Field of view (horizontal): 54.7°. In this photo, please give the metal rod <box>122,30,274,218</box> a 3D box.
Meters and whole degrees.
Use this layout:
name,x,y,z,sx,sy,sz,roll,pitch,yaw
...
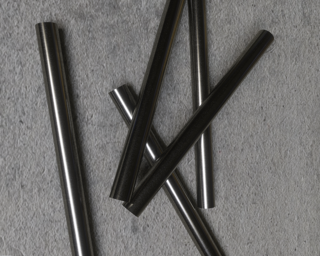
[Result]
name,x,y,z,sx,sy,sz,roll,pitch,yaw
metal rod,0.057,-0.015,0.401,0.025,0.025,0.300,43,77,-15

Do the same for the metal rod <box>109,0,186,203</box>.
name,x,y,z,sx,sy,sz,roll,pitch,yaw
metal rod,-0.008,-0.059,0.385,0.025,0.025,0.299,20,76,-19

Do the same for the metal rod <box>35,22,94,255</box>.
name,x,y,z,sx,sy,sz,roll,pitch,yaw
metal rod,-0.111,0.028,0.368,0.025,0.025,0.298,-9,93,-20

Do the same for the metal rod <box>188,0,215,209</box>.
name,x,y,z,sx,sy,sz,roll,pitch,yaw
metal rod,0.057,-0.040,0.429,0.025,0.025,0.298,-3,91,-20

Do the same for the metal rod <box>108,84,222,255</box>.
name,x,y,z,sx,sy,sz,roll,pitch,yaw
metal rod,0.017,0.079,0.415,0.025,0.025,0.299,-32,101,-17
